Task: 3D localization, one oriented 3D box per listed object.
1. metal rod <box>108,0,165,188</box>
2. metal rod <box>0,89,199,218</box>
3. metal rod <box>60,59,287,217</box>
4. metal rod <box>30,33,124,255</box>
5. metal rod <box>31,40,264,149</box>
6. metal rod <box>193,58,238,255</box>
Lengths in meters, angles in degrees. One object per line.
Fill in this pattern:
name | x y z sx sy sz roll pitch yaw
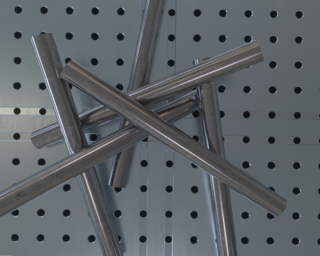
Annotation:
metal rod | -0.027 -0.070 0.413 0.025 0.025 0.299 12 90 0
metal rod | -0.060 0.022 0.367 0.302 0.025 0.025 -29 90 -19
metal rod | 0.021 0.015 0.363 0.301 0.025 0.025 33 90 -6
metal rod | -0.097 0.037 0.381 0.025 0.025 0.298 -15 103 0
metal rod | -0.027 -0.035 0.377 0.300 0.025 0.025 -20 90 14
metal rod | 0.074 0.062 0.397 0.025 0.025 0.298 -8 97 0
